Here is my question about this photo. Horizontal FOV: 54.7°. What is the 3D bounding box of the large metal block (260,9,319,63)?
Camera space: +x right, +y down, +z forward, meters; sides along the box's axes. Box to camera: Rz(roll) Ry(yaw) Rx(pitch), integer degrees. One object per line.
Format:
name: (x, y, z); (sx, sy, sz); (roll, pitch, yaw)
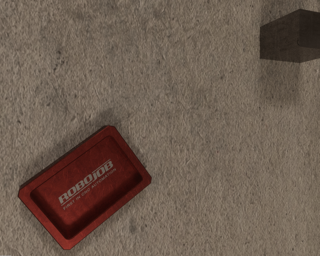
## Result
large metal block: (0.207, -0.132, 0.458); (0.081, 0.080, 0.050); (1, 90, -20)

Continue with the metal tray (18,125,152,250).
metal tray: (-0.087, 0.068, 0.374); (0.131, 0.030, 0.090); (-38, 103, -16)
